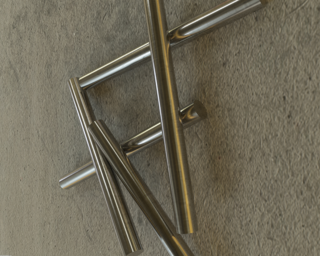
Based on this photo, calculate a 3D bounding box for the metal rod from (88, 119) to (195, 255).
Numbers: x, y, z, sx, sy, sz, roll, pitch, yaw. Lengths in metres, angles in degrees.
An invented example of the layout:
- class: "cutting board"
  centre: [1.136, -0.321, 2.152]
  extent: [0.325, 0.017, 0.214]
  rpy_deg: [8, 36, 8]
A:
- class: "metal rod"
  centre: [-0.006, 0.109, 0.390]
  extent: [0.025, 0.025, 0.300]
  rpy_deg: [-48, 68, 29]

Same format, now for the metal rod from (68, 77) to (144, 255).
- class: "metal rod"
  centre: [-0.087, 0.036, 0.444]
  extent: [0.025, 0.025, 0.299]
  rpy_deg: [-48, 52, 29]

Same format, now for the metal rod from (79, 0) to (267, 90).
- class: "metal rod"
  centre: [-0.009, -0.105, 0.412]
  extent: [0.300, 0.025, 0.025]
  rpy_deg: [-16, 80, 39]

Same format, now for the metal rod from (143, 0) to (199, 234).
- class: "metal rod"
  centre: [0.010, -0.032, 0.363]
  extent: [0.025, 0.025, 0.298]
  rpy_deg: [-13, 82, 39]

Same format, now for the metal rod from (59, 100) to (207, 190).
- class: "metal rod"
  centre: [-0.058, 0.037, 0.453]
  extent: [0.299, 0.025, 0.025]
  rpy_deg: [-29, 72, 36]
